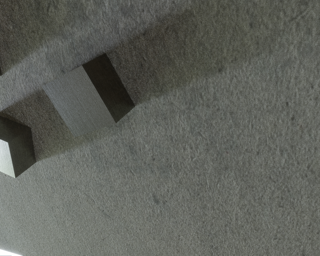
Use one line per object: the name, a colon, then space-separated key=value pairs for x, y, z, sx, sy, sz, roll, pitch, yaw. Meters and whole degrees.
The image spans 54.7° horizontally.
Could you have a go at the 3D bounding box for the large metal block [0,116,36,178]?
large metal block: x=-0.276 y=0.032 z=0.552 sx=0.080 sy=0.050 sz=0.079 roll=19 pitch=126 yaw=16

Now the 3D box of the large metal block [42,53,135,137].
large metal block: x=-0.094 y=-0.042 z=0.412 sx=0.080 sy=0.050 sz=0.080 roll=-17 pitch=110 yaw=34

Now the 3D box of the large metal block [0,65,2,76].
large metal block: x=-0.298 y=-0.119 z=0.471 sx=0.080 sy=0.050 sz=0.079 roll=20 pitch=126 yaw=16
